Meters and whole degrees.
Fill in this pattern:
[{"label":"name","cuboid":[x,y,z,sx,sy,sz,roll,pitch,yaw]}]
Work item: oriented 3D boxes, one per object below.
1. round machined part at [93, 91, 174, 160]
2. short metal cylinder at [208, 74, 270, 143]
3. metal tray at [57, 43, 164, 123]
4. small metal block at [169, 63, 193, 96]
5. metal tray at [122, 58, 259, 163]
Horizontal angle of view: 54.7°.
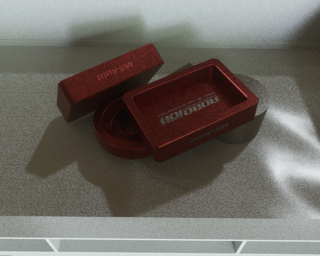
[{"label":"round machined part","cuboid":[-0.032,0.000,0.393,0.099,0.042,0.098,0,50,0]},{"label":"short metal cylinder","cuboid":[0.098,-0.027,0.410,0.081,0.050,0.080,0,50,0]},{"label":"metal tray","cuboid":[-0.067,-0.058,0.406,0.131,0.090,0.030,-29,88,-23]},{"label":"small metal block","cuboid":[0.031,-0.055,0.433,0.050,0.050,0.025,-35,59,-28]},{"label":"metal tray","cuboid":[0.034,-0.025,0.359,0.131,0.030,0.090,-24,53,-14]}]
